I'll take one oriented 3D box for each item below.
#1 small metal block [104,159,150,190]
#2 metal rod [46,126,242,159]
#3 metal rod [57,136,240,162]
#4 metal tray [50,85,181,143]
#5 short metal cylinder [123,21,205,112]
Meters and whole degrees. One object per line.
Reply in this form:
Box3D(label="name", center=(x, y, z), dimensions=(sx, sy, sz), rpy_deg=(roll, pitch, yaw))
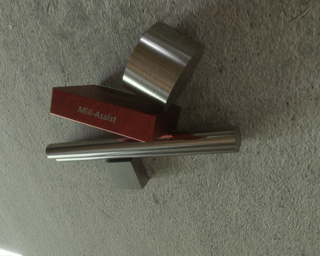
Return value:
Box3D(label="small metal block", center=(-0.050, 0.066, 0.473), dimensions=(0.050, 0.025, 0.050), rpy_deg=(-7, 115, 30))
Box3D(label="metal rod", center=(-0.043, 0.023, 0.417), dimensions=(0.300, 0.025, 0.025), rpy_deg=(-6, 116, 30))
Box3D(label="metal rod", center=(-0.038, 0.031, 0.443), dimensions=(0.300, 0.025, 0.025), rpy_deg=(-6, 116, 30))
Box3D(label="metal tray", center=(-0.051, -0.022, 0.373), dimensions=(0.130, 0.090, 0.030), rpy_deg=(16, 105, 19))
Box3D(label="short metal cylinder", center=(0.004, -0.064, 0.328), dimensions=(0.050, 0.080, 0.079), rpy_deg=(32, 128, 7))
